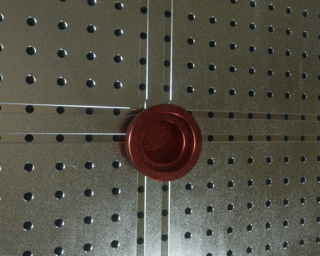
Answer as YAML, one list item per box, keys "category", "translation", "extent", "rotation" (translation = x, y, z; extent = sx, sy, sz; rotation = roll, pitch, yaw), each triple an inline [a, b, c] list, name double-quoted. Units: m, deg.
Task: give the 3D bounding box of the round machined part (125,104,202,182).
- category: "round machined part"
  translation: [0.002, 0.018, 0.405]
  extent: [0.099, 0.042, 0.097]
  rotation: [0, 90, -21]
